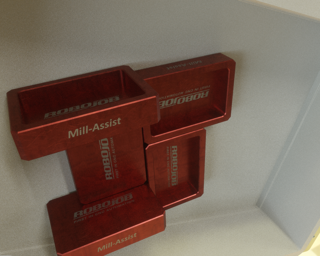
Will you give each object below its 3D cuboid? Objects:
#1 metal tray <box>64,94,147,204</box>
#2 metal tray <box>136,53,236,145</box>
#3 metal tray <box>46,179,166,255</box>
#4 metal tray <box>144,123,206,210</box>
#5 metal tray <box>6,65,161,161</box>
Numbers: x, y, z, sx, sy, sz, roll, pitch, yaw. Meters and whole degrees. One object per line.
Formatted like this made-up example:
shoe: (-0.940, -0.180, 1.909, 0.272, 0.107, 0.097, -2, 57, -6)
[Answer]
metal tray: (-0.068, 0.026, 0.382, 0.091, 0.030, 0.129, -16, 125, -20)
metal tray: (0.032, -0.039, 0.398, 0.131, 0.030, 0.089, -16, 125, -20)
metal tray: (-0.069, 0.112, 0.396, 0.131, 0.090, 0.030, -16, 125, -20)
metal tray: (0.019, 0.058, 0.451, 0.091, 0.030, 0.129, -16, 125, -20)
metal tray: (-0.076, -0.022, 0.307, 0.131, 0.090, 0.030, -17, 125, -19)
